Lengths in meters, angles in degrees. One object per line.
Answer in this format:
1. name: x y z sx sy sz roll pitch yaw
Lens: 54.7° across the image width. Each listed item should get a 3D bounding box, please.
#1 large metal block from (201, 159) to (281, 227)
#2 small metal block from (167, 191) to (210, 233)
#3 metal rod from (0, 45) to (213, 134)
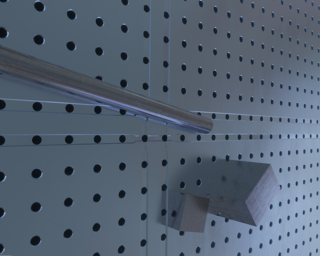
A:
1. large metal block: 0.126 0.097 0.482 0.080 0.080 0.050 -43 117 -32
2. small metal block: 0.042 0.122 0.447 0.050 0.025 0.050 20 77 -39
3. metal rod: -0.042 -0.034 0.375 0.302 0.025 0.025 16 80 -39
